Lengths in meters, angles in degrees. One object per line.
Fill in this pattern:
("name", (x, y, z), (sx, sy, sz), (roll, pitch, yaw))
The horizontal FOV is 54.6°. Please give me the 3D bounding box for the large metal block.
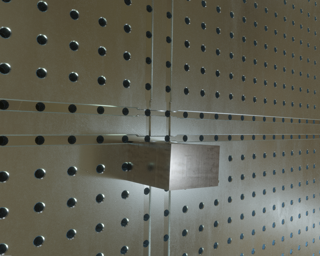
("large metal block", (0.016, 0.044, 0.386), (0.081, 0.080, 0.050), (5, 87, -40))
